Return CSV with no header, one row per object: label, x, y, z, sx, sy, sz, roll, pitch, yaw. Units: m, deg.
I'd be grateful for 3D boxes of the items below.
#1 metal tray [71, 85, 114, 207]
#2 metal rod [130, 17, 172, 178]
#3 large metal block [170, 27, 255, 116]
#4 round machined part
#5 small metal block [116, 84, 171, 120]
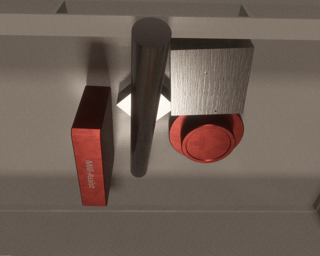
metal tray,-0.079,0.024,0.385,0.030,0.090,0.129,2,130,-3
metal rod,-0.019,0.001,0.329,0.025,0.025,0.299,4,156,-4
large metal block,0.051,-0.061,0.341,0.081,0.050,0.079,-2,130,1
round machined part,0.061,0.009,0.406,0.099,0.042,0.097,-1,130,0
small metal block,-0.017,-0.034,0.380,0.050,0.025,0.050,-35,123,26
